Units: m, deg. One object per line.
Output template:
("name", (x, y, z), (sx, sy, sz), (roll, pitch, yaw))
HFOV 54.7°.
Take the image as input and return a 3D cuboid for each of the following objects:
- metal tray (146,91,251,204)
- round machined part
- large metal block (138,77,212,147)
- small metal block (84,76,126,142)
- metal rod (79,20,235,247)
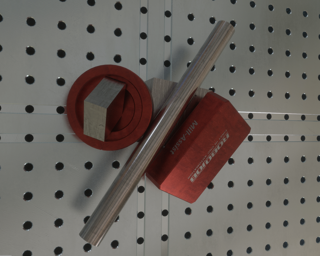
("metal tray", (0.052, 0.029, 0.395), (0.130, 0.030, 0.090), (-52, 139, 1))
("round machined part", (-0.056, -0.024, 0.370), (0.099, 0.042, 0.097), (0, 93, 5))
("large metal block", (0.015, -0.015, 0.406), (0.081, 0.050, 0.080), (10, 87, -20))
("small metal block", (-0.062, -0.022, 0.347), (0.025, 0.050, 0.050), (20, 44, 6))
("metal rod", (0.004, -0.003, 0.361), (0.025, 0.025, 0.300), (36, 78, -17))
